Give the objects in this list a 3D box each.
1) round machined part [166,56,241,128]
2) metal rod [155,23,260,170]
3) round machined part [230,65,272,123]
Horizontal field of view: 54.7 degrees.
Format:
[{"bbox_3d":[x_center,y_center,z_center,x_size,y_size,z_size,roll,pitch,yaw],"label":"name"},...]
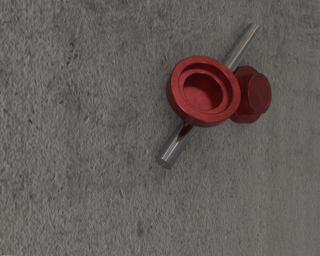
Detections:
[{"bbox_3d":[0.055,-0.046,0.421,0.099,0.042,0.098,6,68,-14],"label":"round machined part"},{"bbox_3d":[0.084,-0.062,0.474,0.025,0.025,0.301,51,60,-28],"label":"metal rod"},{"bbox_3d":[0.151,-0.056,0.519,0.099,0.042,0.097,0,90,-40],"label":"round machined part"}]
